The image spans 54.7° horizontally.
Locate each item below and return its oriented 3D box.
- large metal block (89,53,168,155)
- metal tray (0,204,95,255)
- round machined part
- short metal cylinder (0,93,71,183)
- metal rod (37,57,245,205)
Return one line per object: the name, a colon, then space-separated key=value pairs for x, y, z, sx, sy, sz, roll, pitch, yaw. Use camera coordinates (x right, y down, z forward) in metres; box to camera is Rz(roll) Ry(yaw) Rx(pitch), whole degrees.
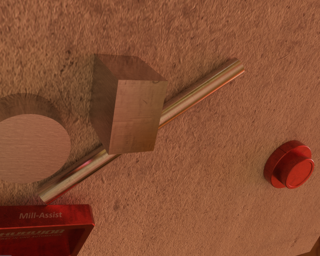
large metal block: x=-0.039 y=-0.028 z=0.334 sx=0.050 sy=0.080 sz=0.079 roll=-3 pitch=120 yaw=-28
metal tray: x=-0.159 y=0.135 z=0.386 sx=0.131 sy=0.030 sz=0.089 roll=8 pitch=129 yaw=-32
round machined part: x=0.248 y=0.075 z=0.581 sx=0.099 sy=0.042 sz=0.097 roll=-14 pitch=125 yaw=-21
short metal cylinder: x=-0.139 y=0.010 z=0.322 sx=0.081 sy=0.050 sz=0.079 roll=-14 pitch=125 yaw=-21
metal rod: x=-0.019 y=0.000 z=0.397 sx=0.301 sy=0.025 sz=0.025 roll=-34 pitch=129 yaw=-6
